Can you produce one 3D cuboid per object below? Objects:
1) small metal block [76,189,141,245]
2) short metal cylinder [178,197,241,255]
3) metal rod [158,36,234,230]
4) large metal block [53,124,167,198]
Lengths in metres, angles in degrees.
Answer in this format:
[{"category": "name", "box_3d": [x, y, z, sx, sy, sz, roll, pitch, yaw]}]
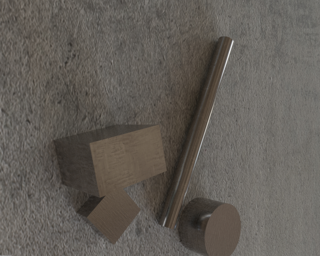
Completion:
[{"category": "small metal block", "box_3d": [-0.058, 0.096, 0.358, 0.050, 0.025, 0.050, -49, 120, -29]}, {"category": "short metal cylinder", "box_3d": [0.074, 0.146, 0.453, 0.081, 0.050, 0.079, 0, 90, -40]}, {"category": "metal rod", "box_3d": [0.057, -0.003, 0.455, 0.025, 0.025, 0.299, 31, 70, -36]}, {"category": "large metal block", "box_3d": [-0.053, 0.029, 0.326, 0.081, 0.080, 0.050, -16, 100, -39]}]
